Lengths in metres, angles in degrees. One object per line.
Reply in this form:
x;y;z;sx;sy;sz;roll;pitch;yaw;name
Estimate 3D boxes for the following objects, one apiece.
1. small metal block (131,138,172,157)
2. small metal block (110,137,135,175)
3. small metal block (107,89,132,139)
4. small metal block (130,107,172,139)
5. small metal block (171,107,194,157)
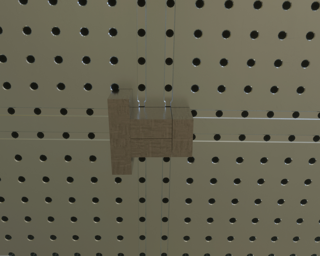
-0.011;0.016;0.405;0.050;0.050;0.025;0;110;-1;small metal block
-0.049;0.028;0.409;0.025;0.050;0.050;0;110;0;small metal block
-0.049;-0.019;0.392;0.025;0.050;0.050;0;110;0;small metal block
-0.011;-0.007;0.396;0.050;0.050;0.025;0;110;-1;small metal block
0.028;0.004;0.401;0.025;0.050;0.050;0;110;0;small metal block
